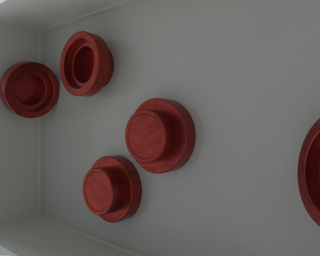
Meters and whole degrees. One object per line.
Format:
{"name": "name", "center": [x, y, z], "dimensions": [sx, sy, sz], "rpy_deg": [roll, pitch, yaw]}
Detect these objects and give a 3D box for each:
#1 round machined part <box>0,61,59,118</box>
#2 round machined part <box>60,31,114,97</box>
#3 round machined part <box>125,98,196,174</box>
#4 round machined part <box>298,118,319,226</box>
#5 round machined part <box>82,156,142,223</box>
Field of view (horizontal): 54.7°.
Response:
{"name": "round machined part", "center": [-0.234, -0.069, 0.549], "dimensions": [0.042, 0.099, 0.097], "rpy_deg": [16, 100, 39]}
{"name": "round machined part", "center": [-0.110, -0.097, 0.484], "dimensions": [0.098, 0.042, 0.097], "rpy_deg": [0, 90, 39]}
{"name": "round machined part", "center": [-0.007, 0.010, 0.399], "dimensions": [0.098, 0.042, 0.097], "rpy_deg": [0, 90, 39]}
{"name": "round machined part", "center": [0.156, 0.035, 0.244], "dimensions": [0.098, 0.042, 0.097], "rpy_deg": [-170, 88, -83]}
{"name": "round machined part", "center": [-0.077, 0.090, 0.457], "dimensions": [0.098, 0.042, 0.097], "rpy_deg": [0, 90, 39]}
